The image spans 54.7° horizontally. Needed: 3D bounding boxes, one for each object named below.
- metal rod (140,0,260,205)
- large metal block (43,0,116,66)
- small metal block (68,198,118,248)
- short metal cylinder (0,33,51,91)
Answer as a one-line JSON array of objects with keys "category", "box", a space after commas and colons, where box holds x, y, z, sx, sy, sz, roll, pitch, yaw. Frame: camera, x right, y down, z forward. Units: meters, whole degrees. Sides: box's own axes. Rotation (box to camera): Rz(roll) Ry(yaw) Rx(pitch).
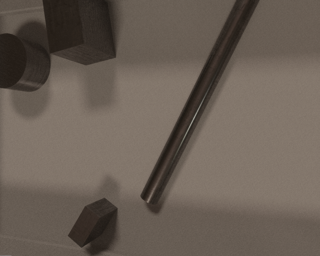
[{"category": "metal rod", "box": [0.049, -0.038, 0.392, 0.025, 0.025, 0.298, 29, 99, 17]}, {"category": "large metal block", "box": [-0.106, -0.136, 0.417, 0.050, 0.080, 0.080, -10, 87, 19]}, {"category": "small metal block", "box": [-0.092, 0.129, 0.428, 0.025, 0.050, 0.050, 34, 101, 16]}, {"category": "short metal cylinder", "box": [-0.217, -0.097, 0.472, 0.080, 0.050, 0.079, 0, 90, 19]}]
